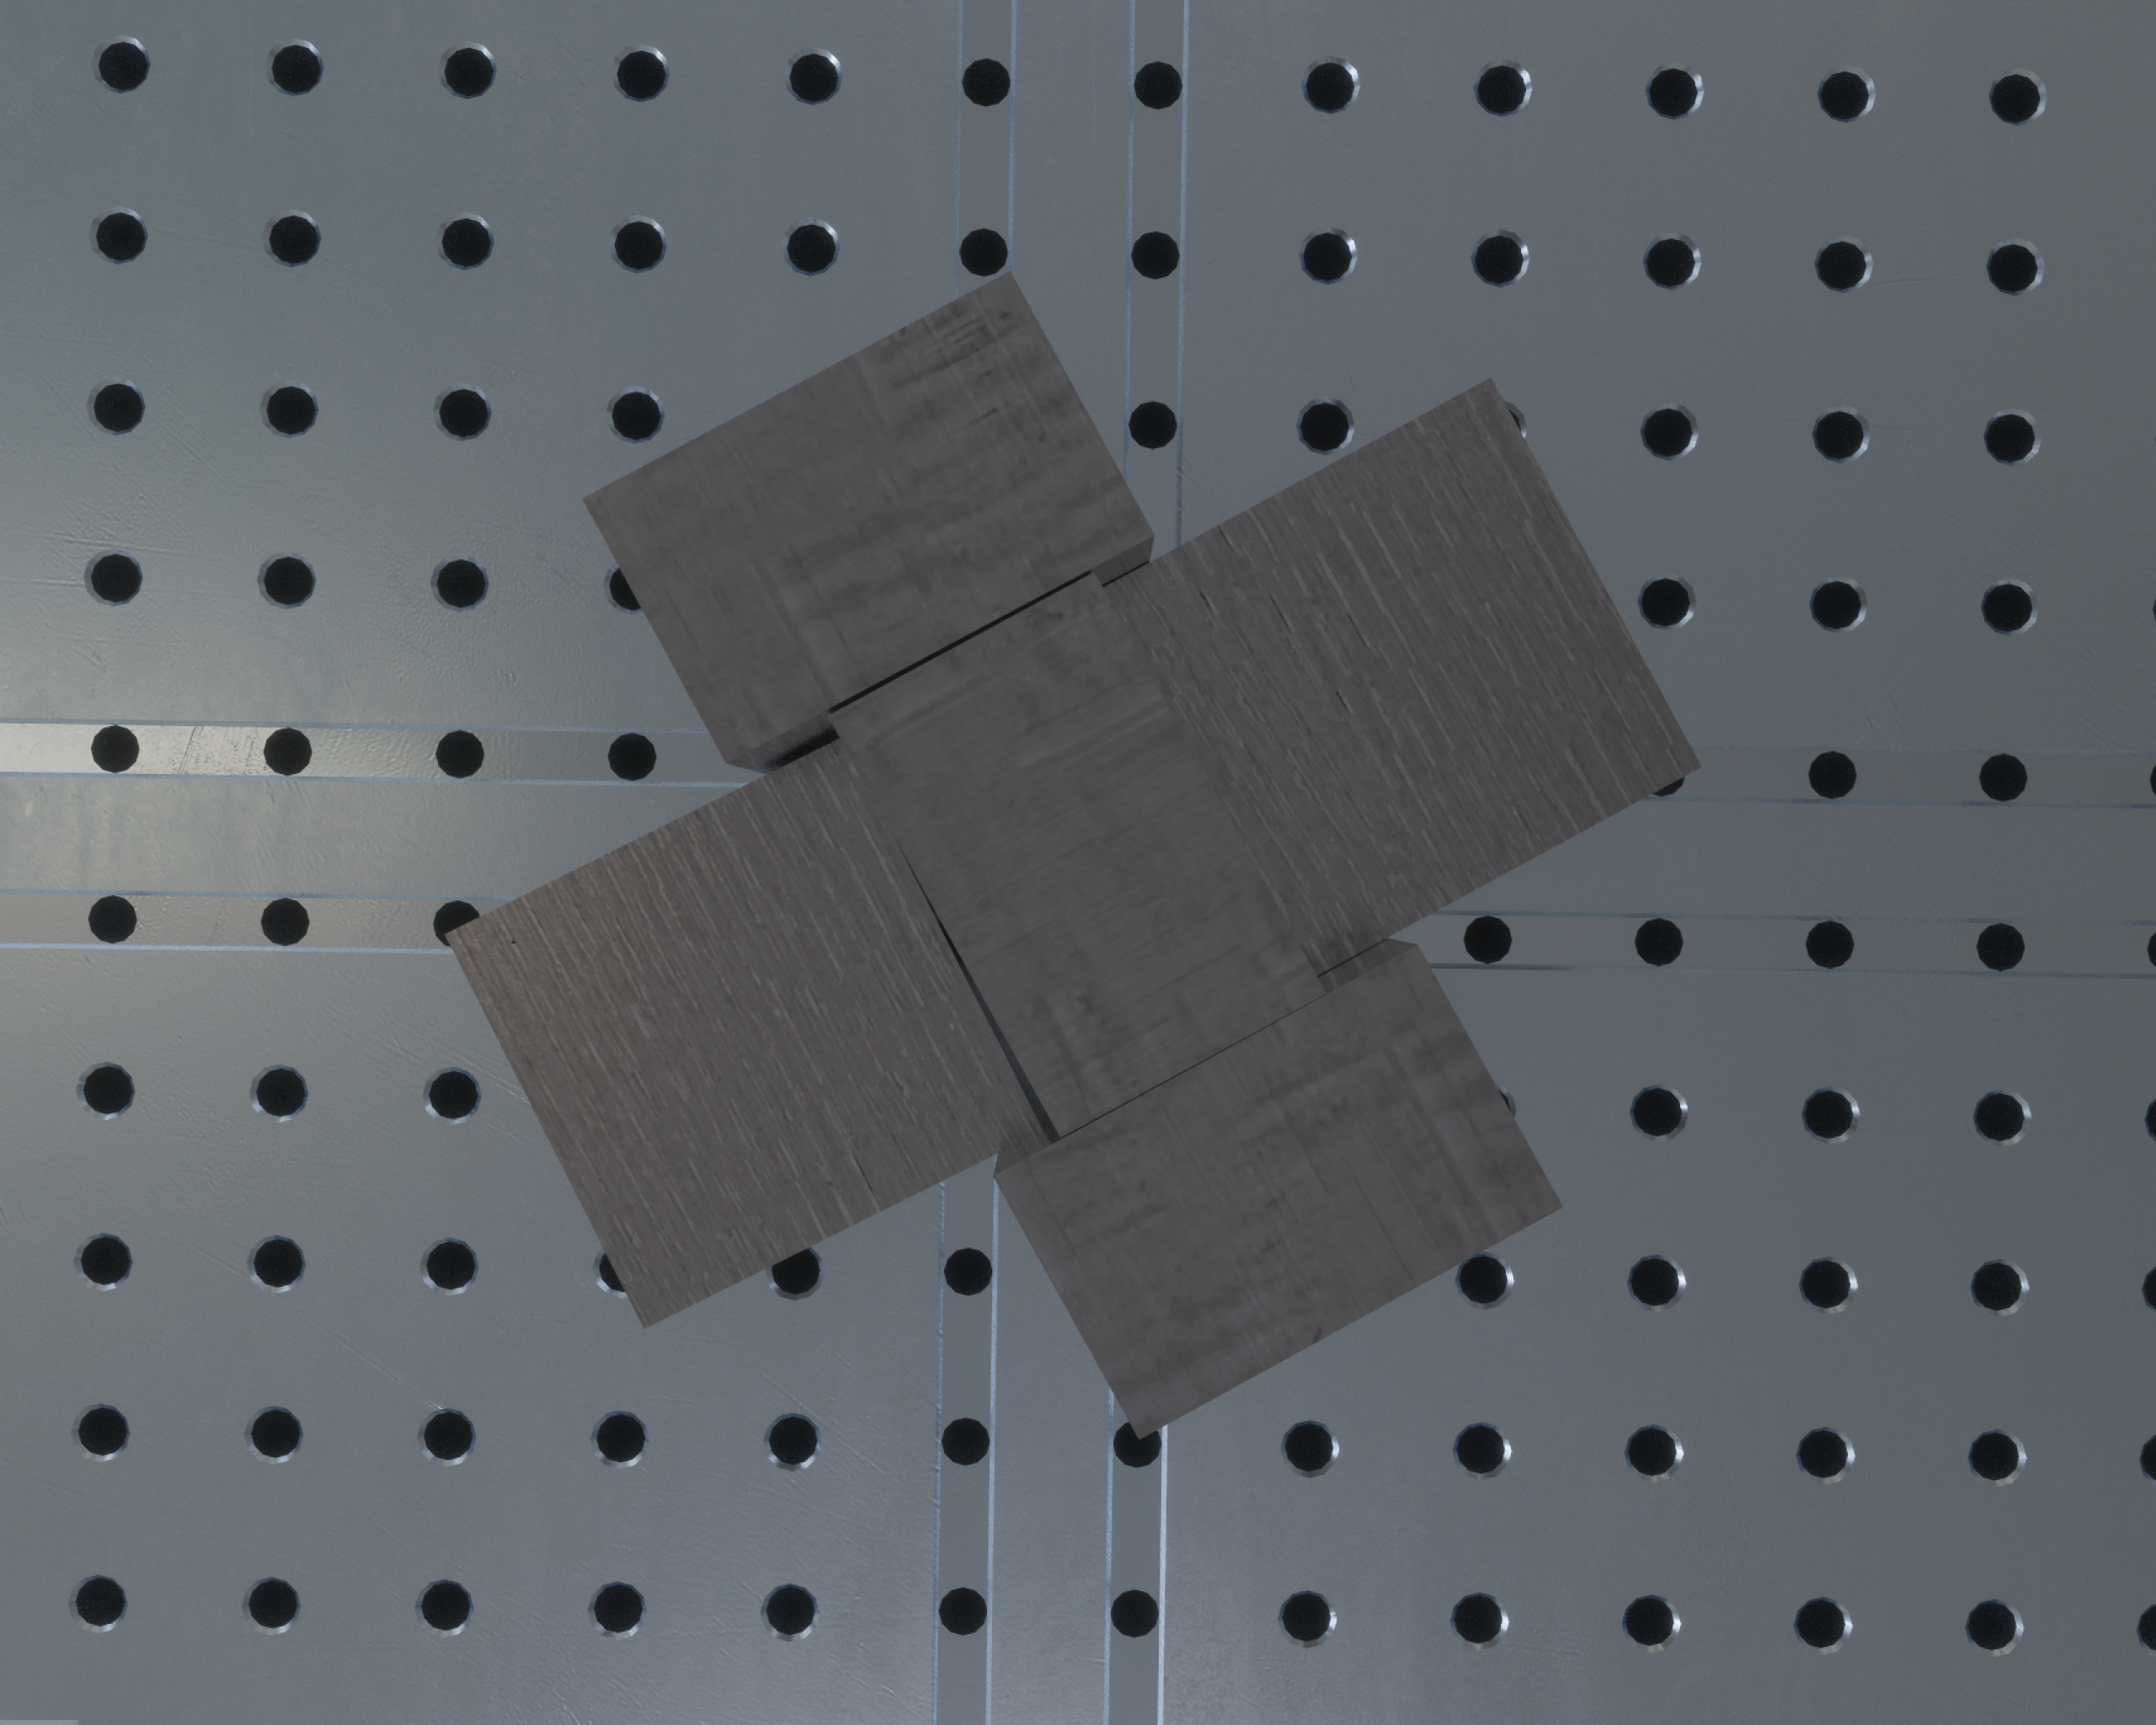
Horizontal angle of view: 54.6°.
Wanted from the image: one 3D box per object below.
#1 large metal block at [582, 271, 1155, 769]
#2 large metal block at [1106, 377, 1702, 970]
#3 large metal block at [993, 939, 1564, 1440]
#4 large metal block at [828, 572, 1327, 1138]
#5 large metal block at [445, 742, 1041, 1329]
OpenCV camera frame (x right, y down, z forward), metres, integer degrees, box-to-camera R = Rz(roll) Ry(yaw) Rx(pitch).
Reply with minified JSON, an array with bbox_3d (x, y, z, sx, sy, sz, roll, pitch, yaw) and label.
[{"bbox_3d":[-0.034,-0.057,0.385,0.080,0.080,0.050,-28,90,0],"label":"large metal block"},{"bbox_3d":[0.058,-0.034,0.400,0.080,0.050,0.080,-29,92,0],"label":"large metal block"},{"bbox_3d":[0.033,0.055,0.386,0.080,0.080,0.050,-29,90,-1],"label":"large metal block"},{"bbox_3d":[0.000,-0.002,0.386,0.050,0.080,0.080,-29,90,0],"label":"large metal block"},{"bbox_3d":[-0.060,0.031,0.401,0.080,0.050,0.080,-27,90,0],"label":"large metal block"}]
